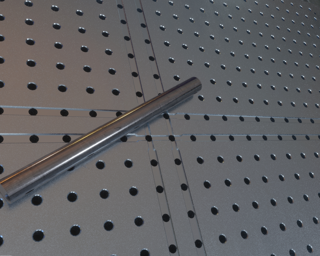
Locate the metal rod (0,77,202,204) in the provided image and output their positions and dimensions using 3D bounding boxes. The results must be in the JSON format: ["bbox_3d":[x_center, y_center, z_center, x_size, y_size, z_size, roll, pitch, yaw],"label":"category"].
[{"bbox_3d":[-0.046,-0.003,0.384,0.302,0.025,0.025,-32,80,-38],"label":"metal rod"}]
